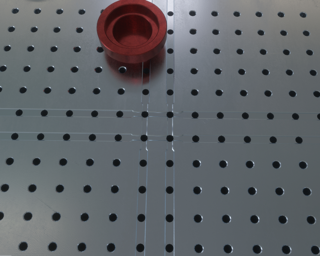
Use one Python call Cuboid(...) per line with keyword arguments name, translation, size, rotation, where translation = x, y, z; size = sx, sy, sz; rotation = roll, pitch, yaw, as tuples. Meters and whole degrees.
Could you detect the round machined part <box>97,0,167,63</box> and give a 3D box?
Cuboid(name="round machined part", translation=(-0.039, -0.136, 0.452), size=(0.099, 0.042, 0.098), rotation=(0, 70, 0))
